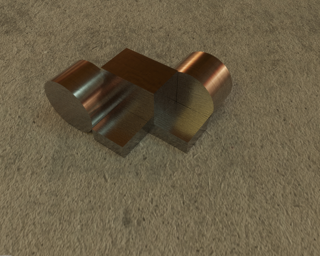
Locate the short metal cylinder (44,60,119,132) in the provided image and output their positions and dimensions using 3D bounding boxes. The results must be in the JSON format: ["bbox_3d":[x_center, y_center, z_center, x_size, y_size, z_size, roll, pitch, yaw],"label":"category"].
[{"bbox_3d":[-0.101,-0.041,0.403,0.080,0.080,0.050,28,56,21],"label":"short metal cylinder"}]

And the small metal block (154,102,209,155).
[{"bbox_3d":[0.028,-0.001,0.406,0.050,0.025,0.050,28,55,22],"label":"small metal block"}]

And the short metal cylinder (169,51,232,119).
[{"bbox_3d":[0.049,-0.055,0.415,0.080,0.080,0.050,29,56,22],"label":"short metal cylinder"}]

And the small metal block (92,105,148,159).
[{"bbox_3d":[-0.051,0.004,0.401,0.050,0.025,0.050,28,55,22],"label":"small metal block"}]

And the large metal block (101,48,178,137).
[{"bbox_3d":[-0.026,-0.047,0.409,0.080,0.080,0.050,28,55,21],"label":"large metal block"}]
